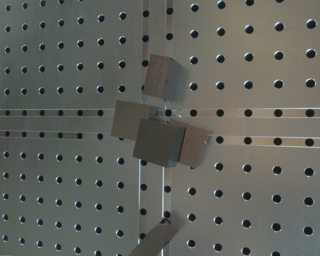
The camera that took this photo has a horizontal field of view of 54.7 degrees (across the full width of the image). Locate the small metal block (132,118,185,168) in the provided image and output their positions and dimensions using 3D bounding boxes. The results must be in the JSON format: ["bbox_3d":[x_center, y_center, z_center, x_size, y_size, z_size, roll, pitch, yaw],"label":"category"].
[{"bbox_3d":[-0.002,0.018,0.386,0.050,0.025,0.050,15,94,28],"label":"small metal block"}]

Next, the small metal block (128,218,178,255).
[{"bbox_3d":[-0.009,0.151,0.402,0.025,0.050,0.050,42,103,15],"label":"small metal block"}]

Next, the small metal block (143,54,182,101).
[{"bbox_3d":[0.004,-0.063,0.397,0.025,0.050,0.050,13,95,19],"label":"small metal block"}]

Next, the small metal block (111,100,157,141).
[{"bbox_3d":[-0.035,-0.009,0.424,0.050,0.025,0.050,11,94,19],"label":"small metal block"}]

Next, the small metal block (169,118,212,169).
[{"bbox_3d":[0.033,0.019,0.400,0.050,0.025,0.050,20,97,18],"label":"small metal block"}]
